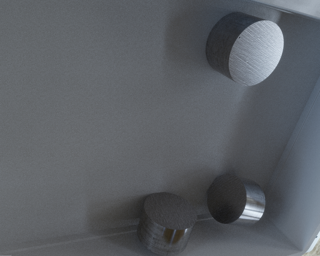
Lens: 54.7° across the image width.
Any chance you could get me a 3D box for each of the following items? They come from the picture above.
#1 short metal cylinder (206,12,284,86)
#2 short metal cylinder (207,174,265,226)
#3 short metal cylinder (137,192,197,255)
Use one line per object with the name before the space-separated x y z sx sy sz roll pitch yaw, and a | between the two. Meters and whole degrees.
short metal cylinder | 0.105 -0.099 0.388 0.081 0.050 0.079 -14 124 -21
short metal cylinder | 0.126 0.120 0.516 0.050 0.080 0.080 20 108 -36
short metal cylinder | 0.010 0.142 0.466 0.081 0.080 0.050 1 118 -29
